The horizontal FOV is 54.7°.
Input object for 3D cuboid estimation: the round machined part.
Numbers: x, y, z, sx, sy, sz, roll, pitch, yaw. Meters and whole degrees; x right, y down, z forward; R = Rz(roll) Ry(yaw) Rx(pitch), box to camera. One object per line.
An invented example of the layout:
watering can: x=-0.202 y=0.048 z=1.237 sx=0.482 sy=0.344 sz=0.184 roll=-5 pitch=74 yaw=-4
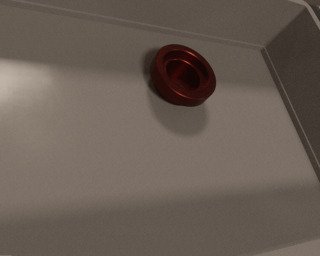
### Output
round machined part: x=0.030 y=-0.072 z=0.457 sx=0.099 sy=0.042 sz=0.098 roll=14 pitch=56 yaw=-21
